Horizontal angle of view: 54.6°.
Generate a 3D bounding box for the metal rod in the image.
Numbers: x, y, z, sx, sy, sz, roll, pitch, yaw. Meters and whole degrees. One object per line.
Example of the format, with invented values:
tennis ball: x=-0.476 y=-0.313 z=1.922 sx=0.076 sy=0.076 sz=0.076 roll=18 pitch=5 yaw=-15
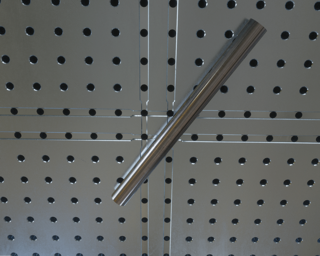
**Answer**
metal rod: x=0.029 y=-0.009 z=0.409 sx=0.025 sy=0.025 sz=0.299 roll=35 pitch=106 yaw=-12
